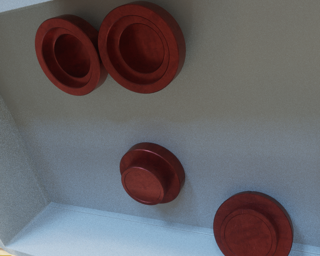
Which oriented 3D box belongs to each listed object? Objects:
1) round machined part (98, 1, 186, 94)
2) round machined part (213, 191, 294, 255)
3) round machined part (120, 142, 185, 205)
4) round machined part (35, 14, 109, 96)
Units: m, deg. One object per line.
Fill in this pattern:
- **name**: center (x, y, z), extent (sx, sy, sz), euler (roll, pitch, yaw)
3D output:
- **round machined part**: center (-0.017, -0.091, 0.349), extent (0.098, 0.042, 0.097), euler (13, 124, 20)
- **round machined part**: center (0.115, 0.132, 0.391), extent (0.098, 0.042, 0.097), euler (-1, 89, 26)
- **round machined part**: center (-0.016, 0.073, 0.450), extent (0.098, 0.042, 0.097), euler (13, 124, 20)
- **round machined part**: center (-0.105, -0.094, 0.392), extent (0.098, 0.042, 0.097), euler (14, 125, 22)
